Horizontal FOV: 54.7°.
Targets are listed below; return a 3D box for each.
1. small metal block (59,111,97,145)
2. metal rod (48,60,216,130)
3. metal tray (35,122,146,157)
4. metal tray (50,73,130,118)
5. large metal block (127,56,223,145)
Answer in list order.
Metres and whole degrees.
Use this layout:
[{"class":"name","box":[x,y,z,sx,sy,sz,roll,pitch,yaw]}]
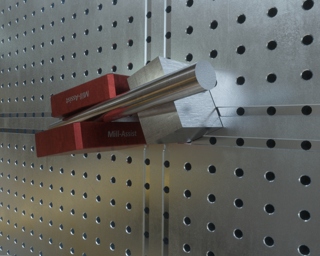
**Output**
[{"class":"small metal block","box":[-0.132,0.000,0.498,0.025,0.050,0.050,-11,83,39]},{"class":"metal rod","box":[-0.060,-0.020,0.359,0.299,0.025,0.025,-13,82,48]},{"class":"metal tray","box":[-0.080,0.014,0.404,0.090,0.131,0.030,-12,83,39]},{"class":"metal tray","box":[-0.076,-0.039,0.426,0.130,0.091,0.030,-11,84,39]},{"class":"large metal block","box":[0.018,-0.028,0.356,0.050,0.081,0.080,-28,73,36]}]
